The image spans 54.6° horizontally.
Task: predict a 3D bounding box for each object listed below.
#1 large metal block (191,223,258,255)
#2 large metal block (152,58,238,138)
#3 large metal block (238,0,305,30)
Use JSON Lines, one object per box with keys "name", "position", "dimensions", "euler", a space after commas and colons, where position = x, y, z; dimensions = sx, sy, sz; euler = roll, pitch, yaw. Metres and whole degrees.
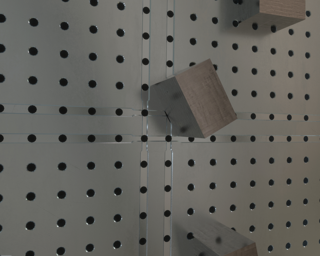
{"name": "large metal block", "position": [0.090, 0.186, 0.416], "dimensions": [0.050, 0.080, 0.080], "euler": [-13, 95, -19]}
{"name": "large metal block", "position": [0.042, -0.035, 0.398], "dimensions": [0.050, 0.080, 0.080], "euler": [-30, 100, -17]}
{"name": "large metal block", "position": [0.165, -0.197, 0.459], "dimensions": [0.081, 0.050, 0.080], "euler": [0, 90, -20]}
